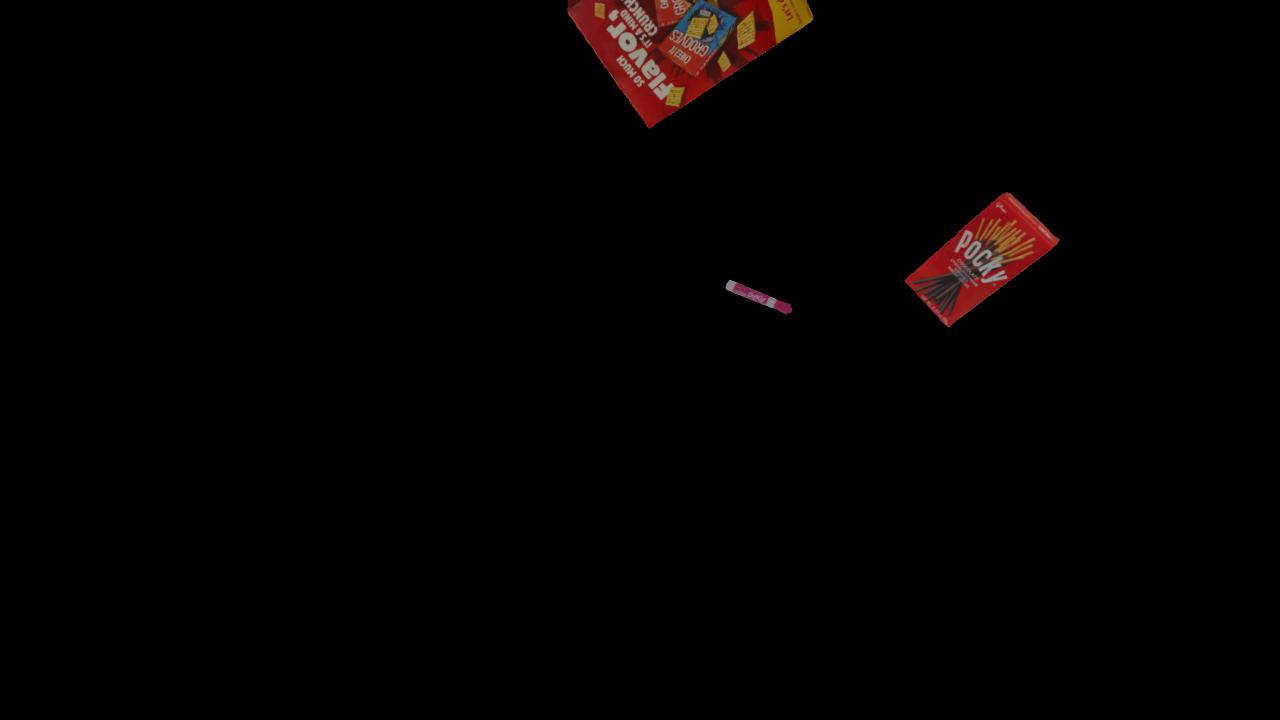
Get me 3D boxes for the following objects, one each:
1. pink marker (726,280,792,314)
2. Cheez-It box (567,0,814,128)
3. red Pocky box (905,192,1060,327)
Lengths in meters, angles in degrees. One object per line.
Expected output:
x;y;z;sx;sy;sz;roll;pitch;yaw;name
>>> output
0.202;-0.106;1.042;0.121;0.020;0.020;27;13;26;pink marker
0.055;-0.393;0.685;0.223;0.071;0.166;-28;-48;21;Cheez-It box
0.403;-0.117;0.740;0.028;0.083;0.155;-24;-20;-38;red Pocky box
